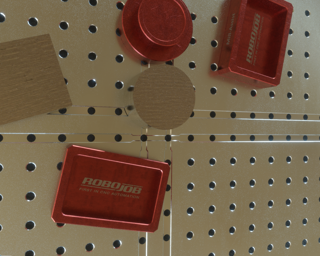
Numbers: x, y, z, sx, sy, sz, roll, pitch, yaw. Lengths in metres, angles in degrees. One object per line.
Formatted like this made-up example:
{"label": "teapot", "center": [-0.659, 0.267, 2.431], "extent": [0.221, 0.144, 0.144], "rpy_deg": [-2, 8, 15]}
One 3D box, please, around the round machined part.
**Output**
{"label": "round machined part", "center": [-0.001, -0.136, 0.403], "extent": [0.099, 0.042, 0.097], "rpy_deg": [0, 90, -20]}

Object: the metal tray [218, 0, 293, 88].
{"label": "metal tray", "center": [0.144, -0.133, 0.462], "extent": [0.091, 0.030, 0.129], "rpy_deg": [13, 86, -20]}

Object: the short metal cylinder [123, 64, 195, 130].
{"label": "short metal cylinder", "center": [-0.002, -0.038, 0.398], "extent": [0.081, 0.050, 0.079], "rpy_deg": [0, 90, -20]}

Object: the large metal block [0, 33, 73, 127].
{"label": "large metal block", "center": [-0.151, -0.051, 0.343], "extent": [0.081, 0.050, 0.080], "rpy_deg": [-19, 97, -19]}

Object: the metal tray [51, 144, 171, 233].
{"label": "metal tray", "center": [-0.059, 0.076, 0.388], "extent": [0.131, 0.030, 0.090], "rpy_deg": [13, 86, -20]}
